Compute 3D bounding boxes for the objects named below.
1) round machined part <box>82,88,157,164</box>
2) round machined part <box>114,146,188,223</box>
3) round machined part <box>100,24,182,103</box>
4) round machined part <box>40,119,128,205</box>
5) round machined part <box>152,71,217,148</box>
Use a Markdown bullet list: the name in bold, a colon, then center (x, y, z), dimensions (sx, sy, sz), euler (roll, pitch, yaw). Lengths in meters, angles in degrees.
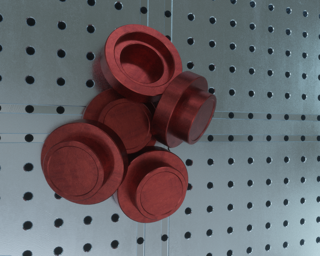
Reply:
- **round machined part**: center (-0.046, -0.003, 0.386), dimensions (0.099, 0.042, 0.097), euler (0, 90, -21)
- **round machined part**: center (-0.006, 0.075, 0.389), dimensions (0.099, 0.042, 0.097), euler (-6, 104, -25)
- **round machined part**: center (-0.026, -0.075, 0.383), dimensions (0.099, 0.042, 0.098), euler (10, 65, -22)
- **round machined part**: center (-0.089, 0.042, 0.346), dimensions (0.098, 0.042, 0.097), euler (2, 103, 9)
- **round machined part**: center (0.036, -0.018, 0.387), dimensions (0.042, 0.098, 0.098), euler (28, 78, 23)
